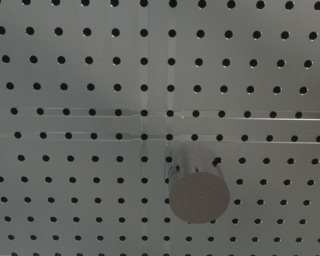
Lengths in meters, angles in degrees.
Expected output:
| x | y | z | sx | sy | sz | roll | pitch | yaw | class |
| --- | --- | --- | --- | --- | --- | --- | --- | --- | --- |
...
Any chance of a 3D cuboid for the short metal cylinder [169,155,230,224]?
| x | y | z | sx | sy | sz | roll | pitch | yaw | class |
| --- | --- | --- | --- | --- | --- | --- | --- | --- | --- |
| 0.052 | 0.085 | 0.431 | 0.080 | 0.050 | 0.079 | 0 | 110 | 0 | short metal cylinder |
